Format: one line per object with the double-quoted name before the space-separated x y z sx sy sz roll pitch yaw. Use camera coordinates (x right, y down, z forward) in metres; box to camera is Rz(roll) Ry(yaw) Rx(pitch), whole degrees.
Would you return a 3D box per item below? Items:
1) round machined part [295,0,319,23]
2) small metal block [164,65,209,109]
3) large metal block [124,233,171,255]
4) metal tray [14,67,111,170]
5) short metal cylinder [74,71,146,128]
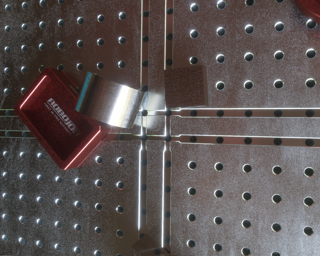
"round machined part" 0.196 -0.159 0.335 0.098 0.042 0.097 0 90 19
"small metal block" 0.034 -0.051 0.400 0.050 0.025 0.050 -3 89 19
"large metal block" -0.019 0.202 0.405 0.080 0.050 0.080 37 102 15
"metal tray" -0.147 -0.014 0.459 0.090 0.030 0.130 -46 76 14
"short metal cylinder" -0.065 -0.037 0.405 0.080 0.080 0.050 23 98 18
